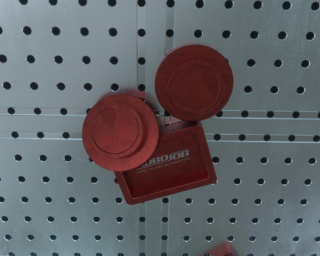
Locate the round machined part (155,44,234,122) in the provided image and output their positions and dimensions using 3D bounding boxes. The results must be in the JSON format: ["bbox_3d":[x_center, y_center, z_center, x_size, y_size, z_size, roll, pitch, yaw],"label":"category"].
[{"bbox_3d":[0.043,-0.053,0.385,0.099,0.042,0.097,0,110,-1],"label":"round machined part"}]

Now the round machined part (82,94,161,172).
[{"bbox_3d":[-0.050,0.005,0.383,0.099,0.042,0.097,-1,82,7],"label":"round machined part"}]

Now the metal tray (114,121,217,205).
[{"bbox_3d":[0.004,0.047,0.428,0.131,0.030,0.089,-16,110,5],"label":"metal tray"}]
